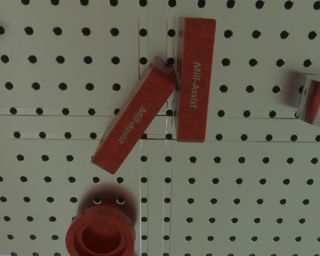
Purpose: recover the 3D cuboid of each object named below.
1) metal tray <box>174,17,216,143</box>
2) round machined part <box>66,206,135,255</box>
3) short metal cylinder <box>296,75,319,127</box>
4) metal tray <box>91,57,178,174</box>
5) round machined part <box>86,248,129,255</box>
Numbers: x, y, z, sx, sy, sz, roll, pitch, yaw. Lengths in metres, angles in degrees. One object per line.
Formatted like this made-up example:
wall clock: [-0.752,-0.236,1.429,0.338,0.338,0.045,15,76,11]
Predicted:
metal tray: [0.036,-0.059,0.357,0.030,0.090,0.129,2,110,-1]
round machined part: [-0.085,0.158,0.460,0.099,0.042,0.097,0,108,-1]
short metal cylinder: [0.213,-0.032,0.374,0.081,0.080,0.050,5,110,-2]
metal tray: [-0.030,-0.018,0.371,0.030,0.090,0.129,32,107,-11]
round machined part: [-0.085,0.245,0.494,0.099,0.042,0.097,0,110,0]
